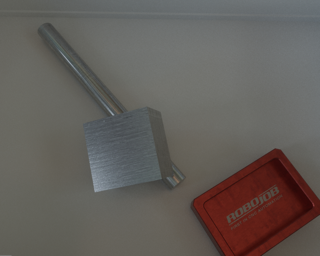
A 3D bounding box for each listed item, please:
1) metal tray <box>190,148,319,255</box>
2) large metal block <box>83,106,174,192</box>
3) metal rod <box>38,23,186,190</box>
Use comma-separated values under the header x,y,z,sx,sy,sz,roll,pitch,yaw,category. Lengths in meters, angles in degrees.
x,y,z,sx,sy,sz,roll,pitch,yaw,category
0.115,0.095,0.373,0.131,0.030,0.090,-29,73,-11,metal tray
-0.036,0.026,0.366,0.080,0.050,0.080,-14,82,16,large metal block
-0.074,-0.038,0.422,0.025,0.025,0.300,-38,75,-13,metal rod
